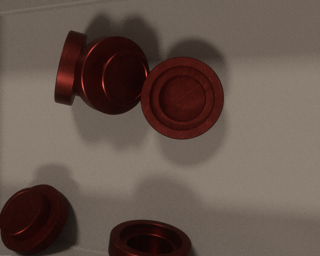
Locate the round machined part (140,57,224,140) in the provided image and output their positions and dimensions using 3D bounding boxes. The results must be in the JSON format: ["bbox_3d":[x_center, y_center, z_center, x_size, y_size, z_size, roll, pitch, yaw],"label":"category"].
[{"bbox_3d":[0.028,-0.036,0.384,0.099,0.042,0.097,1,94,8],"label":"round machined part"}]

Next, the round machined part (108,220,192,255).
[{"bbox_3d":[-0.013,0.152,0.376,0.098,0.098,0.042,10,97,19],"label":"round machined part"}]

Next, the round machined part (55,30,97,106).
[{"bbox_3d":[-0.108,-0.077,0.417,0.042,0.098,0.097,13,95,-13],"label":"round machined part"}]

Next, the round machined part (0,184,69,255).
[{"bbox_3d":[-0.185,0.124,0.439,0.098,0.042,0.098,-12,50,15],"label":"round machined part"}]

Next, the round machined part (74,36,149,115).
[{"bbox_3d":[-0.051,-0.063,0.385,0.042,0.099,0.097,21,98,47],"label":"round machined part"}]
